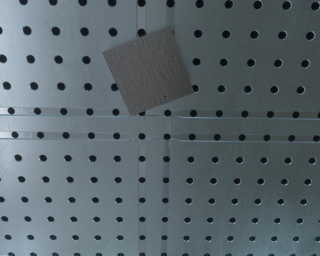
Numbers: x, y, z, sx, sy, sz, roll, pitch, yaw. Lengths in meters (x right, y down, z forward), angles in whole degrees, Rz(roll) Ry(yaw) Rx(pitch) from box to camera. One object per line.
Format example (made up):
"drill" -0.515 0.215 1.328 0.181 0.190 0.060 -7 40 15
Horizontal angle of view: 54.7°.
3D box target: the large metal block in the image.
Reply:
"large metal block" -0.012 -0.071 0.374 0.080 0.050 0.080 -20 109 7
